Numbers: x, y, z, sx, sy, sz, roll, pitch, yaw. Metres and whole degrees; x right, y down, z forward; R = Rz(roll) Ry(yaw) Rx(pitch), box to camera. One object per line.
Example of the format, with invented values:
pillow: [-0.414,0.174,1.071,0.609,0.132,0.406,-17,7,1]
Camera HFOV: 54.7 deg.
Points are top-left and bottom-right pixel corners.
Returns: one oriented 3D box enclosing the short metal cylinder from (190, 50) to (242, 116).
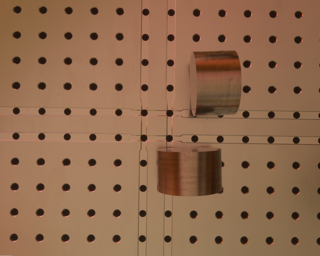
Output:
short metal cylinder: [0.066,-0.055,0.386,0.050,0.080,0.079,-2,90,0]

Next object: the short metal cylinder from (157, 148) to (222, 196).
short metal cylinder: [0.036,0.051,0.386,0.081,0.080,0.050,-1,90,0]
